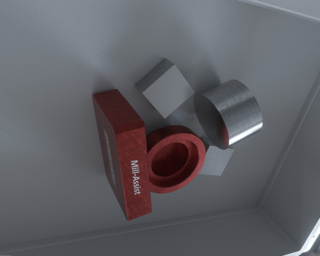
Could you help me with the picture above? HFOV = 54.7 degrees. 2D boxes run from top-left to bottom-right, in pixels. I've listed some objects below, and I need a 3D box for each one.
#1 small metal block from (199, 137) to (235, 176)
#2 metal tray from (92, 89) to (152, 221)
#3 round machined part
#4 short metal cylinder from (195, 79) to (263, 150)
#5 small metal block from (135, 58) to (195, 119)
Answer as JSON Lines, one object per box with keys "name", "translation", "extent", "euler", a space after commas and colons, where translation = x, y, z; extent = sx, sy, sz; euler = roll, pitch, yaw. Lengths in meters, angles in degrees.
{"name": "small metal block", "translation": [0.079, 0.045, 0.480], "extent": [0.050, 0.025, 0.050], "euler": [10, 113, -32]}
{"name": "metal tray", "translation": [-0.044, 0.031, 0.361], "extent": [0.030, 0.090, 0.129], "euler": [-16, 125, -19]}
{"name": "round machined part", "translation": [0.010, 0.038, 0.424], "extent": [0.099, 0.042, 0.097], "euler": [-14, 125, -21]}
{"name": "short metal cylinder", "translation": [0.089, -0.018, 0.411], "extent": [0.050, 0.080, 0.080], "euler": [-26, 128, -13]}
{"name": "small metal block", "translation": [0.006, -0.048, 0.382], "extent": [0.050, 0.025, 0.050], "euler": [-42, 128, 1]}
